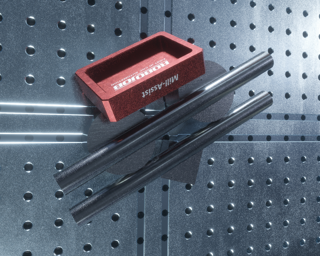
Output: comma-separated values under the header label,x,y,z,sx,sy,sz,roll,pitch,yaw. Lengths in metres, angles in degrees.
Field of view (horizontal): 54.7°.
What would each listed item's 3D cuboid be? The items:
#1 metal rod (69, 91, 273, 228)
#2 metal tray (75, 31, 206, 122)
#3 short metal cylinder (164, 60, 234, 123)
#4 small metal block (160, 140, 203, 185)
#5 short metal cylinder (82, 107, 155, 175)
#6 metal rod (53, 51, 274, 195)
label,x,y,z,sx,sy,sz,roll,pitch,yaw
metal rod,0.028,0.030,0.396,0.302,0.025,0.025,-30,100,-18
metal tray,-0.023,-0.067,0.369,0.131,0.090,0.030,-30,132,-18
short metal cylinder,0.052,-0.047,0.420,0.081,0.050,0.079,0,90,-21
small metal block,0.026,0.047,0.422,0.050,0.025,0.050,16,85,-20
short metal cylinder,-0.052,0.014,0.381,0.081,0.050,0.079,0,90,-21
metal rod,0.019,-0.016,0.366,0.302,0.025,0.025,-31,101,-18
